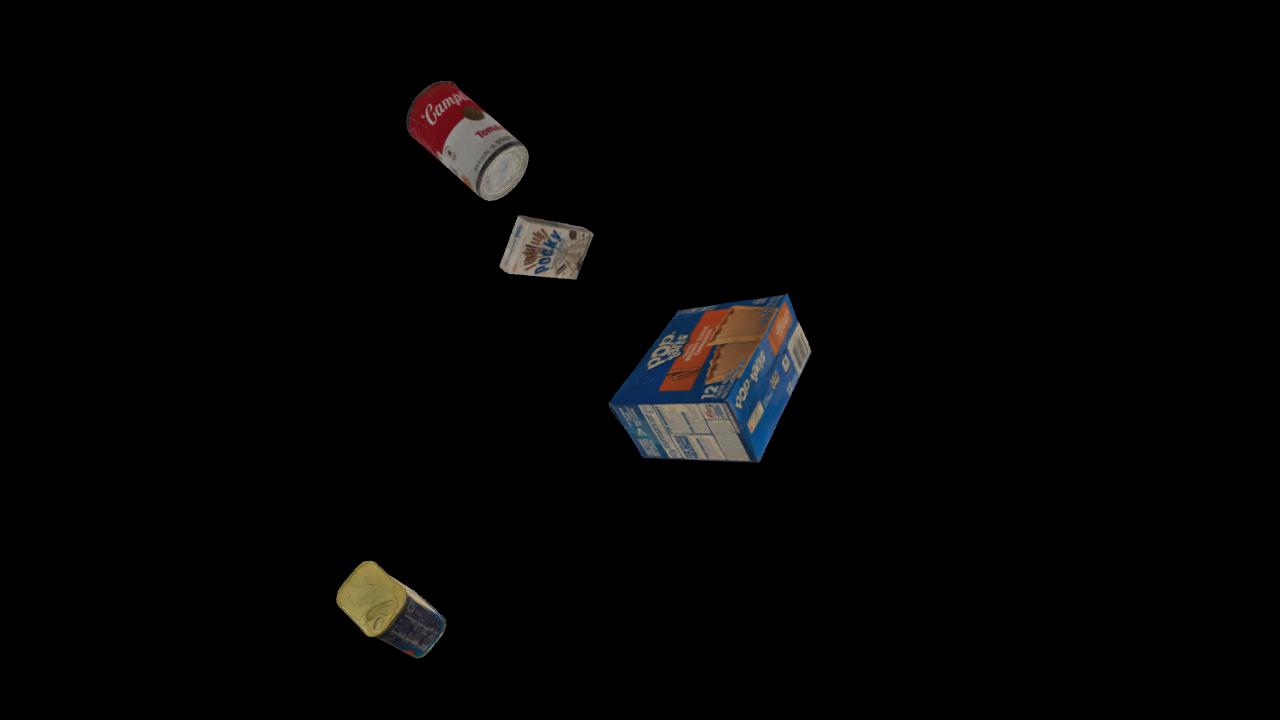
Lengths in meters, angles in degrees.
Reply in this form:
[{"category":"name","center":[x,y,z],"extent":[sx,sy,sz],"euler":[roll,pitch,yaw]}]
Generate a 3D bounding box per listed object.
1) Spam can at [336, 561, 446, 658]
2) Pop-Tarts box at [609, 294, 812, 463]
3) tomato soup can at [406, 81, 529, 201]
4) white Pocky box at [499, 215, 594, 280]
[{"category":"Spam can","center":[-0.286,0.290,0.714],"extent":[0.101,0.058,0.085],"euler":[18,-30,38]},{"category":"Pop-Tarts box","center":[0.076,0.017,0.633],"extent":[0.141,0.083,0.167],"euler":[-5,35,40]},{"category":"tomato soup can","center":[-0.167,-0.212,0.601],"extent":[0.101,0.068,0.068],"euler":[43,7,8]},{"category":"white Pocky box","center":[-0.138,-0.168,0.933],"extent":[0.028,0.084,0.154],"euler":[34,21,26]}]
